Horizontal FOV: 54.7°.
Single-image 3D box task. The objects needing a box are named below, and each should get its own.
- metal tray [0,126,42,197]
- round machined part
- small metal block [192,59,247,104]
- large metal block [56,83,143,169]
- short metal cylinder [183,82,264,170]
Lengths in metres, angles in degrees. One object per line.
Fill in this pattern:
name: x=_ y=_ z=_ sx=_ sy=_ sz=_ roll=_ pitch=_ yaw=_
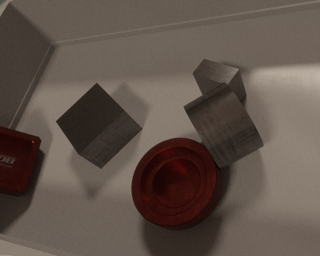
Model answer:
metal tray: x=-0.251 y=0.040 z=0.447 sx=0.030 sy=0.131 sz=0.090 roll=-38 pitch=40 yaw=51
round machined part: x=0.022 y=0.063 z=0.343 sx=0.098 sy=0.042 sz=0.098 roll=-13 pitch=57 yaw=21
small metal block: x=0.074 y=-0.054 z=0.382 sx=0.050 sy=0.050 sz=0.025 roll=27 pitch=74 yaw=37
large metal block: x=-0.086 y=-0.004 z=0.436 sx=0.080 sy=0.050 sz=0.080 roll=-44 pitch=51 yaw=-3
short metal cylinder: x=0.068 y=-0.002 z=0.336 sx=0.050 sy=0.080 sz=0.080 roll=-31 pitch=52 yaw=8
